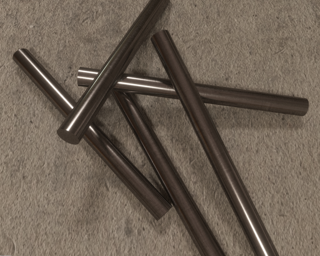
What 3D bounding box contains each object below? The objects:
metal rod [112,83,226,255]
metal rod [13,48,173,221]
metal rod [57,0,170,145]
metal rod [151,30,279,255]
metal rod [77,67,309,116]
[{"bbox_3d":[0.007,0.053,0.388,0.025,0.025,0.299,-27,73,-10],"label":"metal rod"},{"bbox_3d":[-0.097,-0.001,0.407,0.025,0.025,0.300,-41,76,-14],"label":"metal rod"},{"bbox_3d":[-0.042,-0.103,0.401,0.025,0.025,0.300,20,55,7],"label":"metal rod"},{"bbox_3d":[0.063,0.018,0.373,0.025,0.025,0.299,-24,83,-9],"label":"metal rod"},{"bbox_3d":[0.046,-0.047,0.409,0.302,0.025,0.025,7,70,-4],"label":"metal rod"}]
